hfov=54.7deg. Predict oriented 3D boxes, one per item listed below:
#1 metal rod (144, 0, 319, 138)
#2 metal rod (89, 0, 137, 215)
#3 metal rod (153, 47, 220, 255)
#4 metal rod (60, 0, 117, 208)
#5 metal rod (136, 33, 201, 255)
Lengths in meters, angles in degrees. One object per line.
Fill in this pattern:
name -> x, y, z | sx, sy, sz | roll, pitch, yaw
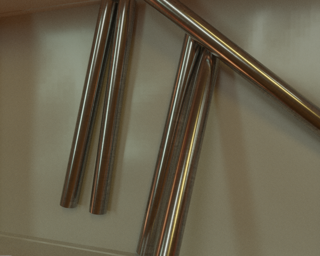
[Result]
metal rod -> 0.092, -0.077, 0.357 | 0.300, 0.025, 0.025 | 40, 103, 7
metal rod -> -0.066, -0.028, 0.433 | 0.025, 0.025, 0.298 | 10, 93, 20
metal rod -> 0.030, 0.037, 0.340 | 0.025, 0.025, 0.299 | 8, 70, 20
metal rod -> -0.103, -0.031, 0.446 | 0.025, 0.025, 0.298 | 14, 95, 19
metal rod -> 0.013, 0.023, 0.405 | 0.025, 0.025, 0.298 | 14, 95, 19
